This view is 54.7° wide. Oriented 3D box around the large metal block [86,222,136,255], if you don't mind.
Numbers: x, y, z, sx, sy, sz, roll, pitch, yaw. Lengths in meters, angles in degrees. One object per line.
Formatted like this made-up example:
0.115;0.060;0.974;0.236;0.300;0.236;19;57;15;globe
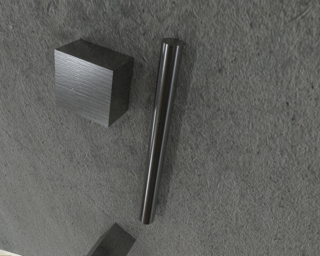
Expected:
-0.100;0.233;0.566;0.050;0.080;0.080;40;129;0;large metal block

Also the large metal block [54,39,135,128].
-0.085;-0.058;0.397;0.080;0.050;0.079;22;127;14;large metal block

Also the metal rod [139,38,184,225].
-0.004;0.027;0.423;0.025;0.025;0.298;20;126;16;metal rod
